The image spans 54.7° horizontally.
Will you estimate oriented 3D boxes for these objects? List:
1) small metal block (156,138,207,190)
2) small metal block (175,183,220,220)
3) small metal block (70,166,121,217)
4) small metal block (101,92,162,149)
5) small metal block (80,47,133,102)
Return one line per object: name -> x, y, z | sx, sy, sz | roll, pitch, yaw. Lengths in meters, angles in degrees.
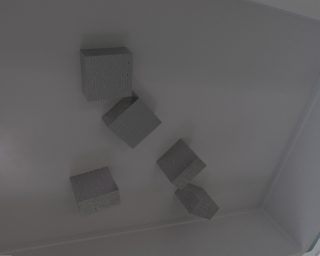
small metal block -> 0.029, 0.051, 0.440 | 0.050, 0.050, 0.025 | -44, 129, 2
small metal block -> 0.059, 0.116, 0.496 | 0.050, 0.050, 0.025 | 27, 103, -38
small metal block -> -0.083, 0.080, 0.396 | 0.050, 0.050, 0.025 | -15, 125, -20
small metal block -> -0.034, -0.010, 0.384 | 0.050, 0.025, 0.050 | -43, 130, 1
small metal block -> -0.058, -0.060, 0.340 | 0.050, 0.025, 0.050 | -10, 123, -23
